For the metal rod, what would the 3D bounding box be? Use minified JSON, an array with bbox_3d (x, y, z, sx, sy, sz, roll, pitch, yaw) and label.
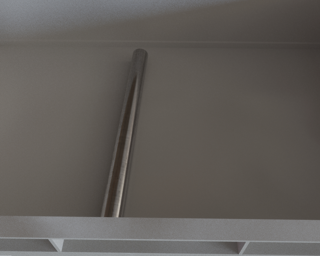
[{"bbox_3d":[-0.042,-0.004,0.408,0.025,0.025,0.300,3,50,2],"label":"metal rod"}]
